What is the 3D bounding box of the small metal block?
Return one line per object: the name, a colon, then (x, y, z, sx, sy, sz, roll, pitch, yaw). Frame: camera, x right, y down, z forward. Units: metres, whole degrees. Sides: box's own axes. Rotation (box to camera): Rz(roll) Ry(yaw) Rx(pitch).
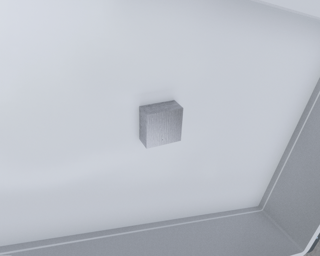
small metal block: (0.001, -0.005, 0.405, 0.050, 0.025, 0.050, -12, 124, -22)
